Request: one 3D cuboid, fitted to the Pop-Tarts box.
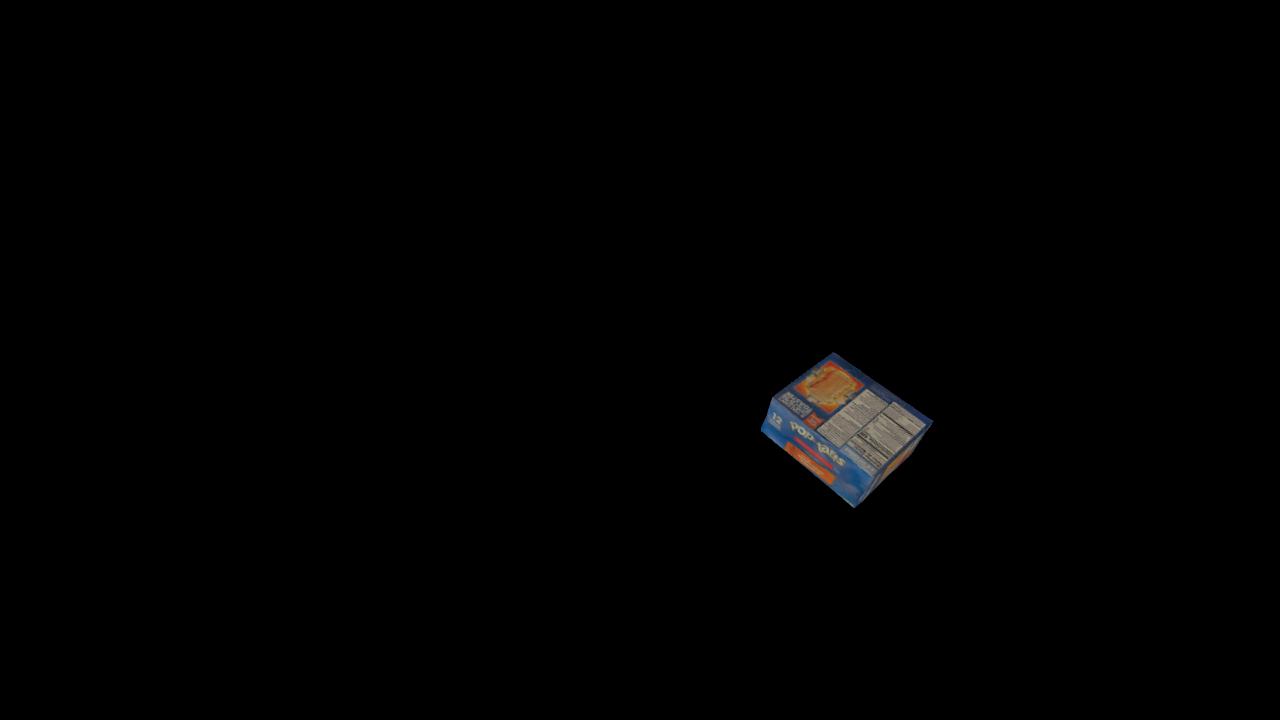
[{"bbox_3d":[0.281,0.092,0.852,0.141,0.083,0.167,-31,55,-28],"label":"Pop-Tarts box"}]
